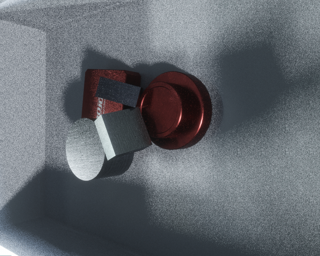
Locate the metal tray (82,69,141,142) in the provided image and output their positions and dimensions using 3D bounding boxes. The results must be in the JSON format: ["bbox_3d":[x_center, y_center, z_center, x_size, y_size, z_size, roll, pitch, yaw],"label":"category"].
[{"bbox_3d":[-0.076,-0.020,0.459,0.090,0.030,0.129,10,96,39],"label":"metal tray"}]

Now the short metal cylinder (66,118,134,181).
[{"bbox_3d":[-0.081,0.027,0.413,0.080,0.050,0.079,0,90,39],"label":"short metal cylinder"}]

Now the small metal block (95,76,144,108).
[{"bbox_3d":[-0.049,-0.045,0.393,0.050,0.050,0.025,16,96,1],"label":"small metal block"}]

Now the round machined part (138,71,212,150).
[{"bbox_3d":[0.011,-0.022,0.382,0.098,0.042,0.097,0,90,39],"label":"round machined part"}]

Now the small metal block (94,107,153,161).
[{"bbox_3d":[-0.044,0.006,0.372,0.025,0.050,0.050,-33,76,55],"label":"small metal block"}]
